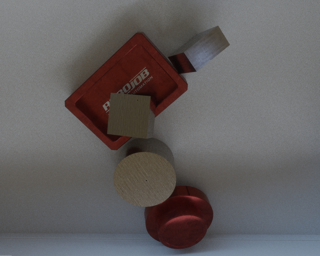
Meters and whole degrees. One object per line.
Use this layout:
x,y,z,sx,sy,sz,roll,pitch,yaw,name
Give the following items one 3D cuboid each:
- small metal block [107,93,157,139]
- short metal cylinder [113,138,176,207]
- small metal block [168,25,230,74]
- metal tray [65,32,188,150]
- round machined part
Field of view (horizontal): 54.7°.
-0.034,-0.015,0.377,0.050,0.025,0.050,6,94,15,small metal block
-0.020,0.058,0.419,0.081,0.050,0.079,0,110,0,short metal cylinder
0.043,-0.089,0.358,0.050,0.050,0.025,-40,107,-11,small metal block
-0.042,-0.044,0.391,0.130,0.030,0.090,-40,106,13,metal tray
0.029,0.133,0.441,0.099,0.042,0.097,-5,121,-8,round machined part
